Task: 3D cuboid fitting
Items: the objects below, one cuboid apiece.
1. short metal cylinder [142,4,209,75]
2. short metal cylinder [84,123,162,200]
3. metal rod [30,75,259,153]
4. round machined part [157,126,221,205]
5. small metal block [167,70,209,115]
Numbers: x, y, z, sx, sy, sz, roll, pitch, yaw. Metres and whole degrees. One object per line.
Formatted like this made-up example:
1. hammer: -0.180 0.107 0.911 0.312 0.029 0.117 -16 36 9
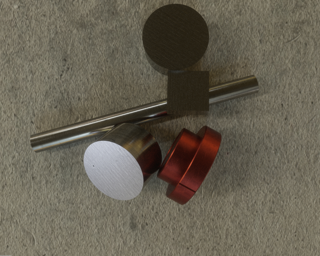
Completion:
1. short metal cylinder: 0.019 -0.110 0.397 0.081 0.050 0.079 0 90 0
2. short metal cylinder: -0.045 0.040 0.379 0.080 0.050 0.079 11 119 22
3. metal rod: -0.020 -0.019 0.409 0.302 0.025 0.025 -15 90 0
4. round machined part: 0.030 0.039 0.373 0.042 0.098 0.098 29 90 -1
5. small metal block: 0.035 -0.043 0.385 0.050 0.025 0.050 1 81 3
